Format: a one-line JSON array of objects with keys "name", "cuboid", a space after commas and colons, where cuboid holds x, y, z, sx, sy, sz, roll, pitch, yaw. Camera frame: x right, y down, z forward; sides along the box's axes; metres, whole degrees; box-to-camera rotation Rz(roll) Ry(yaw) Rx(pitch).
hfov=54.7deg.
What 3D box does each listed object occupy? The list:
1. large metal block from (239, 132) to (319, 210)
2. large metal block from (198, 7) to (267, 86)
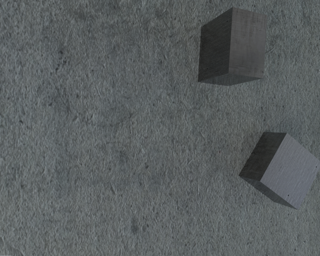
[{"name": "large metal block", "cuboid": [0.179, 0.062, 0.462, 0.080, 0.050, 0.080, 36, 78, -17]}, {"name": "large metal block", "cuboid": [0.094, -0.103, 0.414, 0.050, 0.080, 0.080, 4, 89, -20]}]
